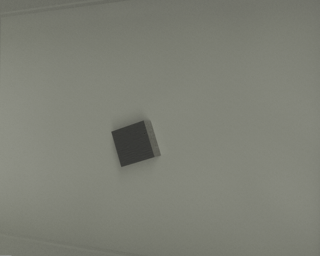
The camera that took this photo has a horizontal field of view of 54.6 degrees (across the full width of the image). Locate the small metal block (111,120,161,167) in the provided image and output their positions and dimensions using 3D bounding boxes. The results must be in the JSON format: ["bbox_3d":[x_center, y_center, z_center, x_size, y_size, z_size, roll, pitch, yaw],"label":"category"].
[{"bbox_3d":[-0.032,0.021,0.422,0.050,0.025,0.050,-19,84,19],"label":"small metal block"}]
